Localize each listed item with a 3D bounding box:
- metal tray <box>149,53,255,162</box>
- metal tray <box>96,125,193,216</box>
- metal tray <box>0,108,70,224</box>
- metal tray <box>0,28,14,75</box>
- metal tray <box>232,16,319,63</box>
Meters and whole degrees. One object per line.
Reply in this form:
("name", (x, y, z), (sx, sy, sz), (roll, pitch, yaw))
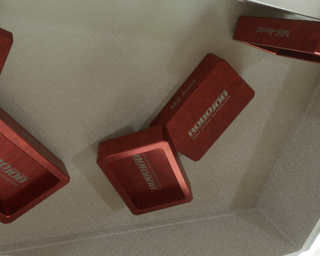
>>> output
("metal tray", (0.059, -0.024, 0.425), (0.090, 0.030, 0.130), (33, 100, -39))
("metal tray", (-0.016, 0.061, 0.412), (0.090, 0.030, 0.130), (-17, 131, 8))
("metal tray", (-0.169, 0.042, 0.326), (0.090, 0.030, 0.130), (-35, 139, -5))
("metal tray", (-0.170, -0.027, 0.237), (0.030, 0.090, 0.129), (17, 98, -58))
("metal tray", (0.162, -0.102, 0.367), (0.091, 0.130, 0.030), (7, 106, -32))
